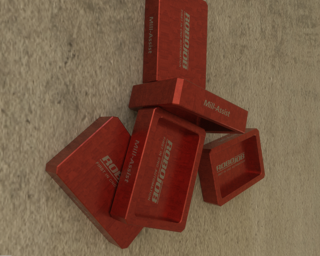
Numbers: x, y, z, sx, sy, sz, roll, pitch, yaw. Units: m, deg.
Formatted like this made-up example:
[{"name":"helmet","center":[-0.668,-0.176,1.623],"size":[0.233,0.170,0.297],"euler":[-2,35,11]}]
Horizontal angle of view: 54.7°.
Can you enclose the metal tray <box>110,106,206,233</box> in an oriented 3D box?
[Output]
[{"name":"metal tray","center":[0.002,0.050,0.365],"size":[0.090,0.030,0.130],"euler":[24,75,-38]}]

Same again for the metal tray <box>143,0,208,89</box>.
[{"name":"metal tray","center":[0.023,-0.117,0.423],"size":[0.091,0.030,0.129],"euler":[3,88,-40]}]

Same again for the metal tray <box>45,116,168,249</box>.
[{"name":"metal tray","center":[-0.054,0.062,0.358],"size":[0.090,0.030,0.130],"euler":[-47,118,-30]}]

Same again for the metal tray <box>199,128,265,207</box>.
[{"name":"metal tray","center":[0.118,0.059,0.503],"size":[0.131,0.030,0.089],"euler":[-19,102,-39]}]

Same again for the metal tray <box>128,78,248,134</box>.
[{"name":"metal tray","center":[0.038,-0.023,0.396],"size":[0.131,0.090,0.030],"euler":[19,78,-39]}]
